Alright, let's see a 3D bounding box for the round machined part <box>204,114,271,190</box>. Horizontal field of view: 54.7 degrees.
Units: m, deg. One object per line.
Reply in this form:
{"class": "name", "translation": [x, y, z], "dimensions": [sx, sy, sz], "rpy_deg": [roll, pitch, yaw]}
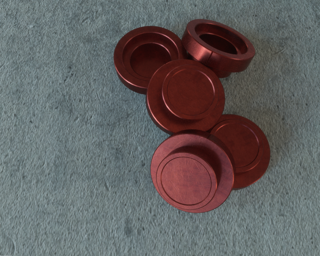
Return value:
{"class": "round machined part", "translation": [0.091, 0.027, 0.391], "dimensions": [0.099, 0.042, 0.098], "rpy_deg": [0, 70, -1]}

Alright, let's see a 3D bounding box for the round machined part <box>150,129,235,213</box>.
{"class": "round machined part", "translation": [0.034, 0.053, 0.354], "dimensions": [0.098, 0.042, 0.097], "rpy_deg": [5, 105, 18]}

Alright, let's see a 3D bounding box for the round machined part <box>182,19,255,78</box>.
{"class": "round machined part", "translation": [0.076, -0.105, 0.425], "dimensions": [0.099, 0.042, 0.098], "rpy_deg": [13, 42, -12]}

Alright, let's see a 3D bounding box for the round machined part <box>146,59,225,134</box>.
{"class": "round machined part", "translation": [0.033, -0.039, 0.380], "dimensions": [0.099, 0.042, 0.097], "rpy_deg": [1, 80, -8]}

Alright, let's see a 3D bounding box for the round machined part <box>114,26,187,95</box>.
{"class": "round machined part", "translation": [-0.013, -0.089, 0.433], "dimensions": [0.099, 0.042, 0.098], "rpy_deg": [0, 70, -1]}
